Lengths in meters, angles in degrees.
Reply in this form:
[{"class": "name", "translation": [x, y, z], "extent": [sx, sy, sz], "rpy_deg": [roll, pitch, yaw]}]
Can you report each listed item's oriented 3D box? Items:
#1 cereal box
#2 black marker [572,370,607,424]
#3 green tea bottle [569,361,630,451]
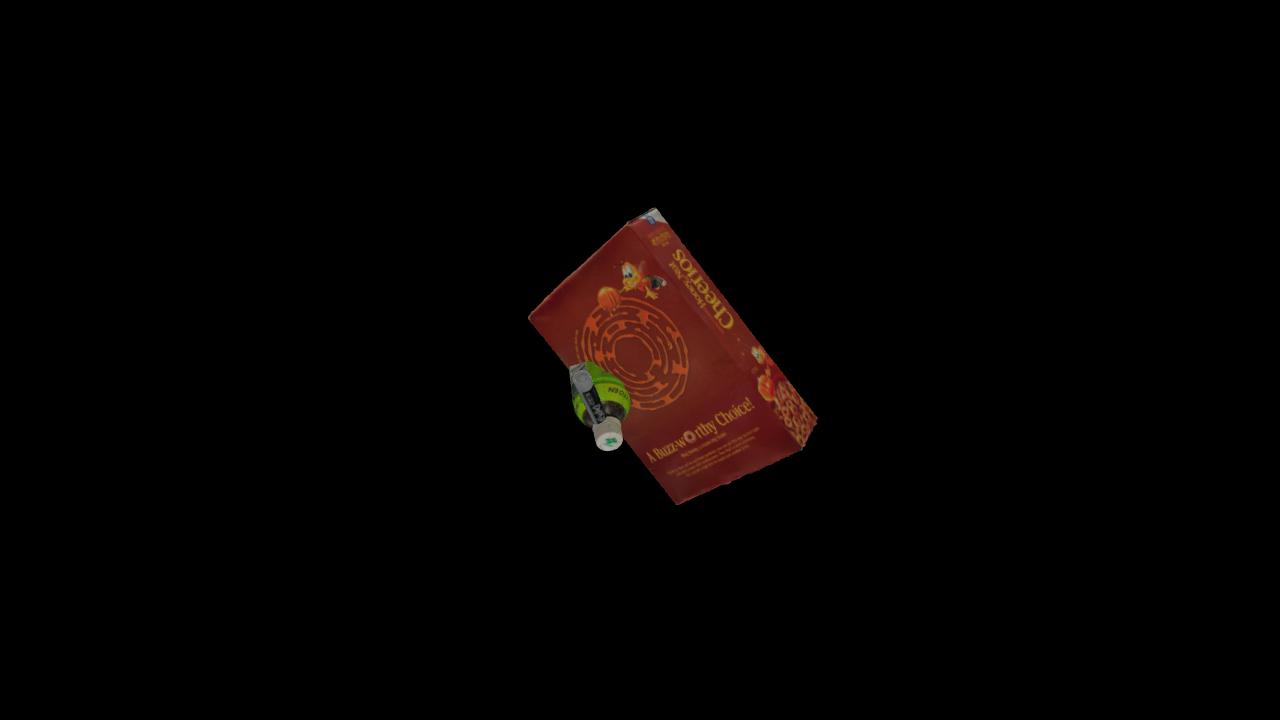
[{"class": "cereal box", "translation": [0.031, 0.006, 0.721], "extent": [0.203, 0.306, 0.081], "rpy_deg": [-36, 3, 39]}, {"class": "black marker", "translation": [-0.048, 0.054, 0.669], "extent": [0.020, 0.020, 0.121], "rpy_deg": [0, -38, 14]}, {"class": "green tea bottle", "translation": [-0.053, 0.024, 0.751], "extent": [0.073, 0.073, 0.212], "rpy_deg": [0, 40, -11]}]
